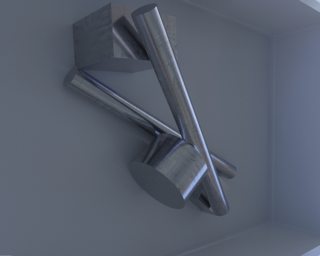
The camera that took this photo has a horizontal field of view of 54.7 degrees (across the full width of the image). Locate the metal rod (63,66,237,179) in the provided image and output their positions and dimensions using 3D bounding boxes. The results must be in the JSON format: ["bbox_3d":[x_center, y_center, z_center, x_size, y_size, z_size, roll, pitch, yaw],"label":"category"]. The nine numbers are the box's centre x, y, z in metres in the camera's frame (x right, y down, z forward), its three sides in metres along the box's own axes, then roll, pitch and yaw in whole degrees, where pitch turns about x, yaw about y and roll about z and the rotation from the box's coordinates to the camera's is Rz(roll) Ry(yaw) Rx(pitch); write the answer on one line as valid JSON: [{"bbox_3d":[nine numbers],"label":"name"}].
[{"bbox_3d":[0.010,0.008,0.415,0.301,0.025,0.025,31,71,-36],"label":"metal rod"}]

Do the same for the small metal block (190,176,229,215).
[{"bbox_3d":[0.073,0.096,0.469,0.050,0.025,0.050,46,63,-31],"label":"small metal block"}]

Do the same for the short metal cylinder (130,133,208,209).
[{"bbox_3d":[0.010,0.053,0.379,0.050,0.080,0.080,-48,119,-30],"label":"short metal cylinder"}]

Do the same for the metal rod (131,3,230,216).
[{"bbox_3d":[0.037,0.006,0.362,0.025,0.025,0.299,-48,131,-29],"label":"metal rod"}]

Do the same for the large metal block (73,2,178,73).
[{"bbox_3d":[-0.039,-0.093,0.339,0.081,0.080,0.050,-5,94,-40],"label":"large metal block"}]
